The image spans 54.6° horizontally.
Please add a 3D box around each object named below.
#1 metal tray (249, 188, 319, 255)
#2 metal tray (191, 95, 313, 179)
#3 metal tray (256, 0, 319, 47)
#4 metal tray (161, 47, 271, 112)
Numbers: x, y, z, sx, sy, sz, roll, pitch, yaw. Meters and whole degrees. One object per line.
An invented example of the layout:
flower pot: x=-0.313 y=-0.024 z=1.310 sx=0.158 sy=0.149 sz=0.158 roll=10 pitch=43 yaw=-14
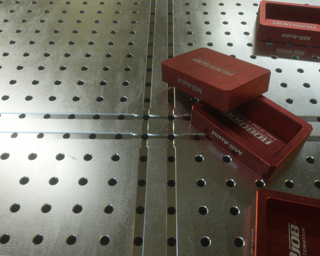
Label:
metal tray: x=0.134 y=0.129 z=0.296 sx=0.090 sy=0.030 sz=0.130 roll=10 pitch=51 yaw=8
metal tray: x=0.117 y=-0.005 z=0.409 sx=0.090 sy=0.030 sz=0.130 roll=-36 pitch=59 yaw=-26
metal tray: x=0.246 y=-0.191 z=0.566 sx=0.131 sy=0.030 sz=0.090 roll=9 pitch=51 yaw=8
metal tray: x=0.075 y=-0.074 z=0.440 sx=0.091 sy=0.030 sz=0.130 roll=-26 pitch=40 yaw=-30
